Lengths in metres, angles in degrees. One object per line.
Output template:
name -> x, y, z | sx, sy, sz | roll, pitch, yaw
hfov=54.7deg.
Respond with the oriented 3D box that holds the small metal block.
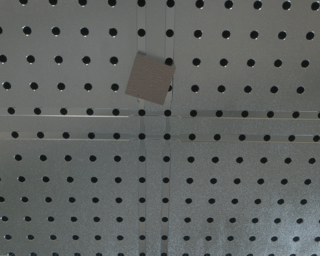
small metal block -> -0.012, -0.062, 0.391 | 0.050, 0.025, 0.050 | 17, 109, -7
